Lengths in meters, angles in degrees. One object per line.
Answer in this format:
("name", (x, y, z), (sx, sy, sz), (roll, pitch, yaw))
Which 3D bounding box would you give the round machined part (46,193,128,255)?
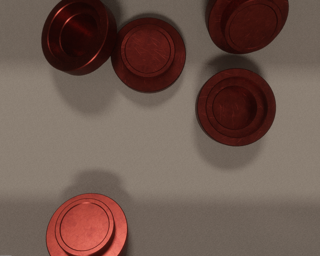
("round machined part", (-0.089, 0.126, 0.379), (0.099, 0.042, 0.098), (2, 56, -3))

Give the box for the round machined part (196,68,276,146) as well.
("round machined part", (0.095, -0.026, 0.404), (0.099, 0.042, 0.097), (0, 90, -1))

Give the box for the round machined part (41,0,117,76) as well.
("round machined part", (-0.096, -0.113, 0.390), (0.098, 0.042, 0.097), (-3, 82, 22))

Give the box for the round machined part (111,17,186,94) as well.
("round machined part", (-0.015, -0.096, 0.403), (0.099, 0.042, 0.097), (0, 90, -1))

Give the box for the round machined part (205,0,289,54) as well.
("round machined part", (0.107, -0.132, 0.377), (0.099, 0.042, 0.097), (-3, 135, -3))
